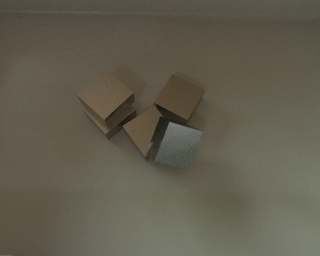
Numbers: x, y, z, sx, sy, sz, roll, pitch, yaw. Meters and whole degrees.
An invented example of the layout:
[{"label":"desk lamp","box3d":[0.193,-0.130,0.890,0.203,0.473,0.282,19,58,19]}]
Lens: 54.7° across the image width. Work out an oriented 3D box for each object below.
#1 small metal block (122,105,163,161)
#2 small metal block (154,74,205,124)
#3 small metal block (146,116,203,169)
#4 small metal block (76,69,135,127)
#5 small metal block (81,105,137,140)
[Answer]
[{"label":"small metal block","box3d":[-0.013,0.007,0.407,0.050,0.025,0.050,-34,74,-12]},{"label":"small metal block","box3d":[0.026,-0.038,0.424,0.050,0.025,0.050,29,72,9]},{"label":"small metal block","box3d":[0.018,0.018,0.381,0.050,0.025,0.050,16,100,-30]},{"label":"small metal block","box3d":[-0.068,-0.039,0.396,0.050,0.025,0.050,41,75,13]},{"label":"small metal block","box3d":[-0.067,-0.021,0.416,0.050,0.025,0.050,-40,75,-14]}]
